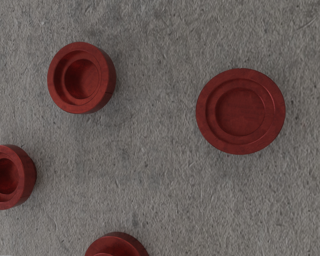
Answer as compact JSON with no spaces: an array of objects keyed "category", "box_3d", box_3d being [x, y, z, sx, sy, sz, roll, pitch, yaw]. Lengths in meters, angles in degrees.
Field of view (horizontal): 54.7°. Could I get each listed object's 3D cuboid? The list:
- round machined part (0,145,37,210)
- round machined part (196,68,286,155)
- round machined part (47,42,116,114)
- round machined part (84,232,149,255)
[{"category":"round machined part","box_3d":[-0.233,0.074,0.482,0.098,0.042,0.097,0,90,20]},{"category":"round machined part","box_3d":[0.095,-0.019,0.366,0.098,0.042,0.097,0,90,20]},{"category":"round machined part","box_3d":[-0.105,-0.068,0.437,0.098,0.042,0.097,0,90,20]},{"category":"round machined part","box_3d":[-0.064,0.197,0.422,0.098,0.042,0.097,0,90,20]}]
